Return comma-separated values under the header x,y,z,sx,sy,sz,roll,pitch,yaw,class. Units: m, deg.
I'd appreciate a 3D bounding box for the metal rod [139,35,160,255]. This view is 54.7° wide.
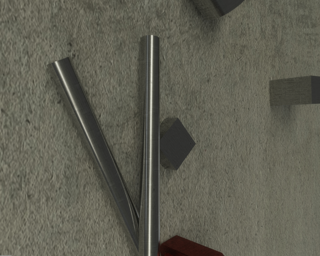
x,y,z,sx,sy,sz,roll,pitch,yaw,class
-0.012,0.034,0.375,0.025,0.025,0.298,7,79,-40,metal rod

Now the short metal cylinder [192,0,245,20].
x,y,z,sx,sy,sz,roll,pitch,yaw,class
0.083,-0.201,0.441,0.050,0.080,0.080,46,62,-31,short metal cylinder

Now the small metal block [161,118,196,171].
x,y,z,sx,sy,sz,roll,pitch,yaw,class
0.015,0.021,0.420,0.050,0.025,0.050,-51,120,-28,small metal block

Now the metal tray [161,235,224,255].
x,y,z,sx,sy,sz,roll,pitch,yaw,class
0.049,0.217,0.405,0.030,0.090,0.129,-15,100,-39,metal tray

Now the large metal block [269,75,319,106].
x,y,z,sx,sy,sz,roll,pitch,yaw,class
0.271,-0.070,0.600,0.081,0.080,0.050,-5,93,-40,large metal block

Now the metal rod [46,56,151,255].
x,y,z,sx,sy,sz,roll,pitch,yaw,class
-0.054,0.065,0.361,0.025,0.025,0.298,-33,111,-35,metal rod
